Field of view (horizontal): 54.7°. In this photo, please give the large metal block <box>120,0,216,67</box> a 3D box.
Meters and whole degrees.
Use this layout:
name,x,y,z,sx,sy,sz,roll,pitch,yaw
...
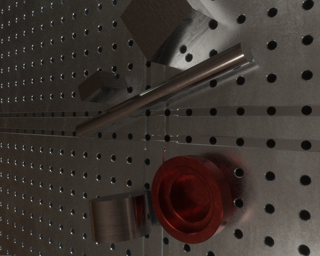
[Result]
name,x,y,z,sx,sy,sz,roll,pitch,yaw
large metal block,0.008,-0.136,0.385,0.080,0.050,0.080,-44,64,31

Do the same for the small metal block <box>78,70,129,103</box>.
name,x,y,z,sx,sy,sz,roll,pitch,yaw
small metal block,-0.084,-0.060,0.460,0.050,0.050,0.025,-27,74,36

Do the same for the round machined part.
name,x,y,z,sx,sy,sz,roll,pitch,yaw
round machined part,0.040,0.080,0.364,0.098,0.042,0.097,0,90,39

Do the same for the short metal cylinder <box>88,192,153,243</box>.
name,x,y,z,sx,sy,sz,roll,pitch,yaw
short metal cylinder,-0.052,0.117,0.414,0.080,0.081,0.050,-13,82,39

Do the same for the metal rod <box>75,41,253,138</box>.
name,x,y,z,sx,sy,sz,roll,pitch,yaw
metal rod,-0.018,-0.038,0.422,0.299,0.025,0.025,-21,77,37
